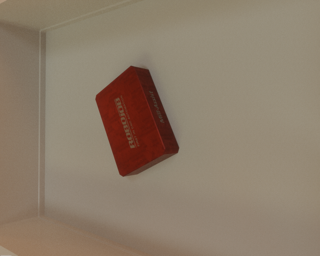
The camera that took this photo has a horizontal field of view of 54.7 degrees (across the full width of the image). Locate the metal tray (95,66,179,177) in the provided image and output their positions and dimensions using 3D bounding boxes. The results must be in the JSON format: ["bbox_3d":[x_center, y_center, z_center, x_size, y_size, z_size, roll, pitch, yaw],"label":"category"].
[{"bbox_3d":[-0.036,-0.008,0.431,0.090,0.030,0.130,-32,70,35],"label":"metal tray"}]
